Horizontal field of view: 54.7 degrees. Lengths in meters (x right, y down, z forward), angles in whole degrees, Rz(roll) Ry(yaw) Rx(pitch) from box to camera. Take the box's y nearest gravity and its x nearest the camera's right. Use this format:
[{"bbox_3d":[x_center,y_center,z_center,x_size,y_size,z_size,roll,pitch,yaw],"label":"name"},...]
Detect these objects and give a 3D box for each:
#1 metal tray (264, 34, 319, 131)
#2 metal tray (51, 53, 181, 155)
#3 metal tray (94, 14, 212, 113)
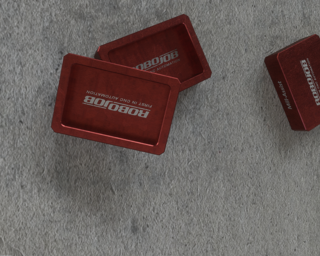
[{"bbox_3d":[0.230,-0.071,0.491,0.091,0.030,0.129,-29,100,-18],"label":"metal tray"},{"bbox_3d":[-0.049,-0.027,0.357,0.131,0.030,0.089,13,99,-3],"label":"metal tray"},{"bbox_3d":[-0.007,-0.082,0.403,0.131,0.030,0.090,-27,99,-18],"label":"metal tray"}]
